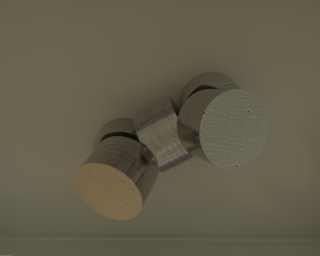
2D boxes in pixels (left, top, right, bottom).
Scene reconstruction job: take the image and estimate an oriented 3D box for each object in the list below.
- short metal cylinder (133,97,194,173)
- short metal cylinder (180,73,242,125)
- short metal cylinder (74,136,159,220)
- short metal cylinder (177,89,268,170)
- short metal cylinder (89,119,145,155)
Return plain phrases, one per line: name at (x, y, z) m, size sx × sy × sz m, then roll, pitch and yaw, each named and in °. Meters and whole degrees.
short metal cylinder at (0.009, 0.008, 0.383) m, size 0.050 × 0.080 × 0.080 m, roll -28°, pitch 108°, yaw 9°
short metal cylinder at (0.067, -0.025, 0.388) m, size 0.081 × 0.050 × 0.079 m, roll 0°, pitch 110°, yaw -1°
short metal cylinder at (-0.048, 0.056, 0.348) m, size 0.080 × 0.050 × 0.079 m, roll 11°, pitch 125°, yaw 16°
short metal cylinder at (0.065, -0.001, 0.327) m, size 0.081 × 0.050 × 0.079 m, roll -3°, pitch 98°, yaw -22°
short metal cylinder at (-0.049, 0.033, 0.408) m, size 0.081 × 0.050 × 0.079 m, roll 0°, pitch 110°, yaw -1°
